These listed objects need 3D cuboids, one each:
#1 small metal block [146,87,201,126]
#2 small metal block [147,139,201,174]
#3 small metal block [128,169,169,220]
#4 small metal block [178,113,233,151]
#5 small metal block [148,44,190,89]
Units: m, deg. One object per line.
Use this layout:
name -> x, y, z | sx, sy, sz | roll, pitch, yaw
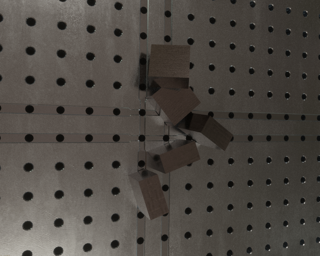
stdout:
small metal block -> 0.018, -0.038, 0.420 | 0.050, 0.025, 0.050 | -41, 103, -16
small metal block -> 0.017, 0.036, 0.407 | 0.050, 0.050, 0.025 | -20, 97, -19
small metal block -> -0.016, 0.083, 0.395 | 0.025, 0.050, 0.050 | -19, 97, -19
small metal block -> 0.061, 0.004, 0.418 | 0.050, 0.050, 0.025 | 36, 78, -31
small metal block -> 0.013, -0.079, 0.400 | 0.050, 0.025, 0.050 | 3, 65, 3
